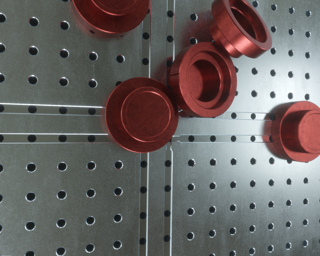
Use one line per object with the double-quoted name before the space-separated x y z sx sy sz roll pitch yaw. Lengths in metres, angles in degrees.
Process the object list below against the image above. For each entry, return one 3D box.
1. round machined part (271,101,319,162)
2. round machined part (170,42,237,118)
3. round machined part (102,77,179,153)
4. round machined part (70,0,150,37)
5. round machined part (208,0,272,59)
"round machined part" 0.229 0.005 0.487 0.099 0.042 0.097 0 90 -20
"round machined part" 0.053 -0.062 0.416 0.099 0.042 0.097 0 91 -33
"round machined part" -0.021 -0.017 0.396 0.099 0.042 0.097 0 90 -20
"round machined part" -0.059 -0.166 0.381 0.099 0.042 0.097 0 90 -20
"round machined part" 0.105 -0.136 0.426 0.099 0.042 0.098 23 50 -30
